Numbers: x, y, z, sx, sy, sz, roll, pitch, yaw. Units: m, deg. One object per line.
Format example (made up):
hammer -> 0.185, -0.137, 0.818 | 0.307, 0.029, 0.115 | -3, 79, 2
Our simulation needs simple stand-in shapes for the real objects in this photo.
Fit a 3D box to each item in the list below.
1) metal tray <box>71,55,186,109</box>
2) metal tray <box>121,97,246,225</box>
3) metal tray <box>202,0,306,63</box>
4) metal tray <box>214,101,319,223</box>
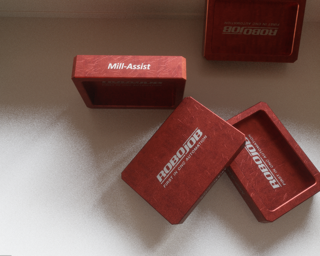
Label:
metal tray -> -0.035, -0.055, 0.394 | 0.131, 0.090, 0.030 | 0, 70, 0
metal tray -> 0.029, 0.038, 0.373 | 0.090, 0.030, 0.130 | 38, 86, 20
metal tray -> 0.128, -0.140, 0.434 | 0.131, 0.030, 0.089 | 2, 106, 0
metal tray -> 0.130, 0.041, 0.393 | 0.090, 0.030, 0.130 | -29, 73, -10
